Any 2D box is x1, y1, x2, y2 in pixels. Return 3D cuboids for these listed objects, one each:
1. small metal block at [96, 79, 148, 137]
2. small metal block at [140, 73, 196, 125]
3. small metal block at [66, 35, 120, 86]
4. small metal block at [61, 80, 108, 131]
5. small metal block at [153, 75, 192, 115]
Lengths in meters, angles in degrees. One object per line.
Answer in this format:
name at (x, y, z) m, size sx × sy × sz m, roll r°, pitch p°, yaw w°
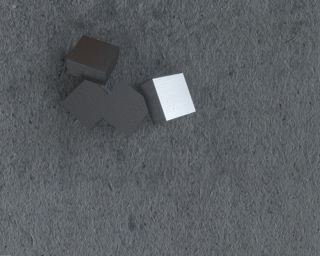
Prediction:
small metal block at (-0.042, -0.024, 0.384) m, size 0.050 × 0.025 × 0.050 m, roll 38°, pitch 90°, yaw -1°
small metal block at (0.010, -0.035, 0.374) m, size 0.050 × 0.025 × 0.050 m, roll -19°, pitch 90°, yaw -40°
small metal block at (-0.085, -0.088, 0.398) m, size 0.050 × 0.025 × 0.050 m, roll 19°, pitch 53°, yaw -1°
small metal block at (-0.092, -0.032, 0.409) m, size 0.050 × 0.025 × 0.050 m, roll -45°, pitch 91°, yaw 0°
small metal block at (0.015, -0.043, 0.411) m, size 0.050 × 0.025 × 0.050 m, roll 2°, pitch 90°, yaw -1°
